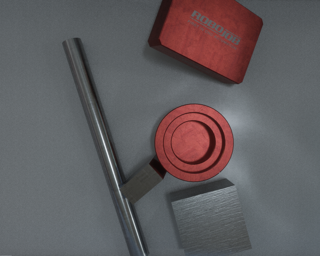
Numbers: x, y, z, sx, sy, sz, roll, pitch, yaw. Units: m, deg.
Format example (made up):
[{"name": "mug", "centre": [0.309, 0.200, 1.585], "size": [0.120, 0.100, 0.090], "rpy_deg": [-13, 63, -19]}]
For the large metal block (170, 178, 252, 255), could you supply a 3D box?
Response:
[{"name": "large metal block", "centre": [0.063, 0.118, 0.400], "size": [0.080, 0.050, 0.080], "rpy_deg": [-15, 90, -1]}]

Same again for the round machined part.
[{"name": "round machined part", "centre": [0.042, 0.018, 0.404], "size": [0.099, 0.042, 0.097], "rpy_deg": [0, 90, -1]}]

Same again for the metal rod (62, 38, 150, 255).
[{"name": "metal rod", "centre": [-0.071, 0.028, 0.410], "size": [0.025, 0.025, 0.298], "rpy_deg": [-18, 90, 0]}]

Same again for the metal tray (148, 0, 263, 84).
[{"name": "metal tray", "centre": [0.060, -0.118, 0.381], "size": [0.131, 0.030, 0.090], "rpy_deg": [19, 90, -29]}]

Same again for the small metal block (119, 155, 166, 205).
[{"name": "small metal block", "centre": [-0.019, 0.064, 0.394], "size": [0.050, 0.050, 0.025], "rpy_deg": [-42, 90, 12]}]
